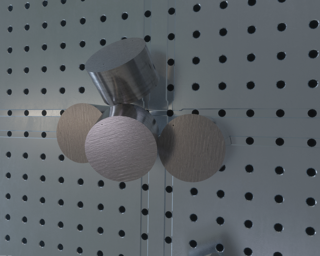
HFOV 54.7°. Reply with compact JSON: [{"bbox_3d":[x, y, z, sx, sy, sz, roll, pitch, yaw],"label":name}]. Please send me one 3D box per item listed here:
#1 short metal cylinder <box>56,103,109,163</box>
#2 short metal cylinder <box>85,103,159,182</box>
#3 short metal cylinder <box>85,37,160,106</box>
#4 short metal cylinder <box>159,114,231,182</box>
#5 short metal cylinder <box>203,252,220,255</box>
[{"bbox_3d":[-0.095,0.007,0.433,0.080,0.050,0.079,0,90,20],"label":"short metal cylinder"},{"bbox_3d":[-0.042,0.016,0.366,0.080,0.050,0.079,1,110,2],"label":"short metal cylinder"},{"bbox_3d":[-0.047,-0.072,0.393,0.080,0.080,0.050,-9,129,19],"label":"short metal cylinder"},{"bbox_3d":[0.044,0.023,0.384,0.080,0.050,0.080,0,90,20],"label":"short metal cylinder"},{"bbox_3d":[0.055,0.195,0.364,0.050,0.080,0.080,-27,81,18],"label":"short metal cylinder"}]
